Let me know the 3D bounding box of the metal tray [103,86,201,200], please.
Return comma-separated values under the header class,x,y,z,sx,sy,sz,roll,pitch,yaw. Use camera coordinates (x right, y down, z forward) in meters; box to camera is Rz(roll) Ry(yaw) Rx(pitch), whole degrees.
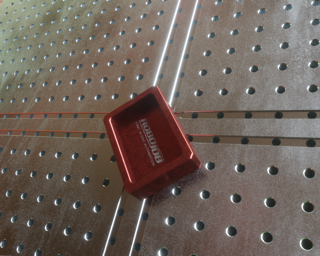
class,x,y,z,sx,sy,sz,roll,pitch,yaw
metal tray,-0.015,0.015,0.402,0.090,0.030,0.130,-31,52,7
